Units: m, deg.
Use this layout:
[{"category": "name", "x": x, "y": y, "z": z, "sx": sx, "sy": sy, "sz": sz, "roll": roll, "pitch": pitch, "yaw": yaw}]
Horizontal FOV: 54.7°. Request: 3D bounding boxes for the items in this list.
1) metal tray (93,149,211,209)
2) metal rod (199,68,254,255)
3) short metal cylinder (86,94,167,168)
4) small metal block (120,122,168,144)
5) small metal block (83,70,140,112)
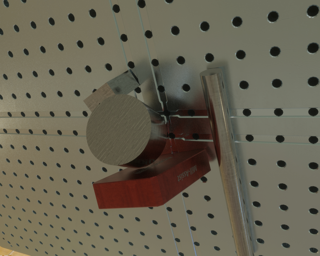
[{"category": "metal tray", "x": -0.005, "y": 0.060, "z": 0.381, "sx": 0.090, "sy": 0.131, "sz": 0.030, "roll": -12, "pitch": 93, "yaw": 33}, {"category": "metal rod", "x": 0.093, "y": 0.069, "z": 0.404, "sx": 0.025, "sy": 0.025, "sz": 0.298, "roll": -1, "pitch": 118, "yaw": 29}, {"category": "short metal cylinder", "x": -0.038, "y": 0.006, "z": 0.364, "sx": 0.080, "sy": 0.050, "sz": 0.080, "roll": -4, "pitch": 78, "yaw": 20}, {"category": "small metal block", "x": -0.022, "y": 0.011, "z": 0.414, "sx": 0.050, "sy": 0.050, "sz": 0.025, "roll": 10, "pitch": 123, "yaw": 23}, {"category": "small metal block", "x": -0.062, "y": -0.045, "z": 0.399, "sx": 0.050, "sy": 0.050, "sz": 0.025, "roll": -28, "pitch": 100, "yaw": 37}]
